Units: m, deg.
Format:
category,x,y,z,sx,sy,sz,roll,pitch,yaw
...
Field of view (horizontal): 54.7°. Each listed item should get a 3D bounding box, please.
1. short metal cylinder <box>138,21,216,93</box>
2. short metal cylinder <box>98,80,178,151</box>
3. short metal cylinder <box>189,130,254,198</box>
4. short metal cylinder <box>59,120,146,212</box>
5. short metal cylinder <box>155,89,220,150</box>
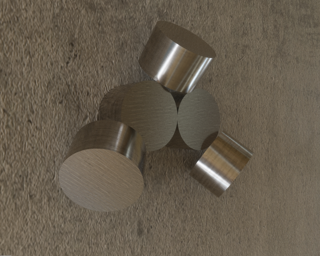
category,x,y,z,sx,sy,sz,roll,pitch,yaw
short metal cylinder,0.021,-0.088,0.380,0.081,0.080,0.050,2,131,-40
short metal cylinder,-0.026,-0.014,0.368,0.081,0.050,0.080,0,90,-40
short metal cylinder,0.085,0.050,0.434,0.050,0.080,0.080,38,58,12
short metal cylinder,-0.055,0.039,0.316,0.080,0.080,0.050,54,19,-27
short metal cylinder,0.036,-0.011,0.420,0.081,0.050,0.080,0,90,-40
